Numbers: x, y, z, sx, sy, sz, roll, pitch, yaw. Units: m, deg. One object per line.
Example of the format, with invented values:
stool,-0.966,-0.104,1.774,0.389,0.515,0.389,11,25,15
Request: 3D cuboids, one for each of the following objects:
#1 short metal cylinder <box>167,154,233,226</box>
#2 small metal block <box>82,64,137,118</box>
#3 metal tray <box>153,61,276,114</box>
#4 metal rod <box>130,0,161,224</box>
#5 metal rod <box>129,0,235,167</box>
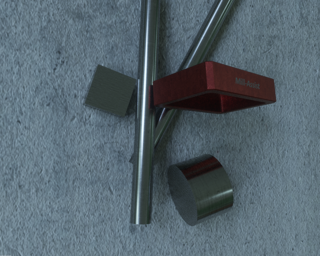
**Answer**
short metal cylinder,0.050,0.079,0.400,0.050,0.080,0.080,-16,96,-20
small metal block,-0.063,-0.045,0.386,0.050,0.025,0.050,20,83,-19
metal tray,0.068,-0.043,0.377,0.131,0.090,0.030,3,80,-42
metal rod,-0.017,-0.036,0.385,0.025,0.025,0.298,5,82,-20
metal rod,0.040,-0.081,0.424,0.025,0.025,0.299,31,80,-18
